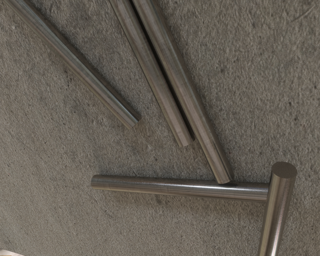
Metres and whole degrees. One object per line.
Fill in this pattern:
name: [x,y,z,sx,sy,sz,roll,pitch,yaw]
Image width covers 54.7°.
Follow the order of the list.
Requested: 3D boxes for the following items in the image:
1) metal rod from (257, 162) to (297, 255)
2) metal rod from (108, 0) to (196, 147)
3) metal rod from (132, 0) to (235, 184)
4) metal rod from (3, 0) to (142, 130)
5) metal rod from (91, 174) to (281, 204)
metal rod: [0.143,0.163,0.410,0.025,0.025,0.298,11,130,22]
metal rod: [-0.028,-0.110,0.353,0.025,0.025,0.299,-14,112,34]
metal rod: [0.021,-0.063,0.356,0.025,0.025,0.299,-14,111,34]
metal rod: [-0.137,-0.113,0.408,0.300,0.025,0.025,46,129,-5]
metal rod: [0.024,0.085,0.446,0.300,0.025,0.025,-2,117,29]
